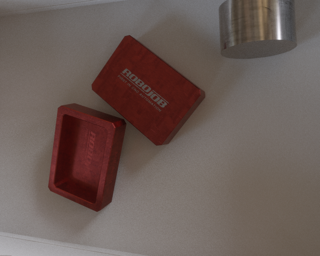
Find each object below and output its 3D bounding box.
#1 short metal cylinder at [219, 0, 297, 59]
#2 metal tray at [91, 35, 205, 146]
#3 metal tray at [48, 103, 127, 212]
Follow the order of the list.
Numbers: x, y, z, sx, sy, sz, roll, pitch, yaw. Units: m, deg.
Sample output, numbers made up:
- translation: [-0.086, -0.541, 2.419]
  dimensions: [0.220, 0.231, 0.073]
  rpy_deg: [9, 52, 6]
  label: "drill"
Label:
- translation: [0.107, -0.111, 0.343]
  dimensions: [0.080, 0.080, 0.050]
  rpy_deg: [-3, 89, 19]
  label: "short metal cylinder"
- translation: [-0.018, -0.050, 0.413]
  dimensions: [0.130, 0.030, 0.090]
  rpy_deg: [40, 102, 15]
  label: "metal tray"
- translation: [-0.103, 0.040, 0.429]
  dimensions: [0.090, 0.030, 0.129]
  rpy_deg: [18, 107, 18]
  label: "metal tray"
